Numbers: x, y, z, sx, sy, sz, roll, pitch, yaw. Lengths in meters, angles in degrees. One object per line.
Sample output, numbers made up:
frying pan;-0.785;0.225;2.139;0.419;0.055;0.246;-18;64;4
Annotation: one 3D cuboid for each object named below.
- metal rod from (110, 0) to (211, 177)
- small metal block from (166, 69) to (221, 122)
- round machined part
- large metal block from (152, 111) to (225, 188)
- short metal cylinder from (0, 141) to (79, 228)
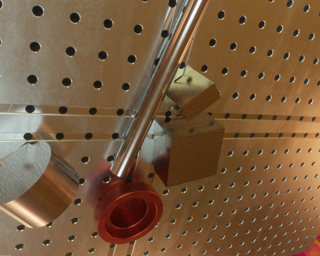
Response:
metal rod;0.007;-0.069;0.373;0.025;0.025;0.298;14;111;-34
small metal block;0.039;-0.042;0.392;0.050;0.050;0.025;-37;130;-4
round machined part;-0.048;0.116;0.448;0.099;0.042;0.097;-14;125;-21
large metal block;0.038;0.029;0.435;0.081;0.050;0.079;-10;123;-23
short metal cylinder;-0.137;0.061;0.339;0.080;0.080;0.050;-36;129;-5
